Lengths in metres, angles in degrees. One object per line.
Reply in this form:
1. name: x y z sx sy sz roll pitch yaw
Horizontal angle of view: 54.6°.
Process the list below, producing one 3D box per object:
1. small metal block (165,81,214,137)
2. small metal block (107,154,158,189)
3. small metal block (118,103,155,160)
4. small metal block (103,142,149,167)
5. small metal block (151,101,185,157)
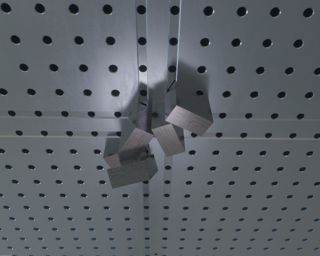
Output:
1. small metal block: 0.034 -0.023 0.375 0.050 0.050 0.025 23 126 -19
2. small metal block: -0.034 0.056 0.406 0.050 0.050 0.025 -15 91 12
3. small metal block: -0.030 0.005 0.399 0.025 0.050 0.050 23 126 -18
4. small metal block: -0.046 0.044 0.448 0.050 0.025 0.050 -18 128 14
5. small metal block: 0.011 0.000 0.395 0.025 0.050 0.050 -17 128 14
